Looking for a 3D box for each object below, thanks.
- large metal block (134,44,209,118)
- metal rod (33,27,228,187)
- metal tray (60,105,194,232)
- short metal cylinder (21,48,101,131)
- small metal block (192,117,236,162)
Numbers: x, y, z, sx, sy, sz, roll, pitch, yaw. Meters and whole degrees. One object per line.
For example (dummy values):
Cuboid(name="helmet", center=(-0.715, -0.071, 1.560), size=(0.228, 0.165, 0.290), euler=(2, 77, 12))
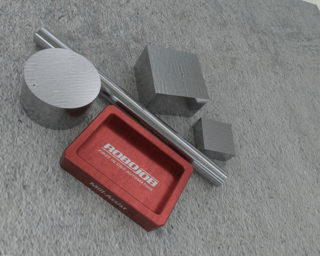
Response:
Cuboid(name="large metal block", center=(0.014, -0.064, 0.437), size=(0.081, 0.050, 0.080), euler=(4, 60, -27))
Cuboid(name="metal rod", center=(-0.036, -0.025, 0.402), size=(0.300, 0.025, 0.025), euler=(39, 51, -3))
Cuboid(name="metal tray", center=(-0.035, 0.044, 0.358), size=(0.130, 0.030, 0.090), euler=(38, 51, -3))
Cuboid(name="short metal cylinder", center=(-0.114, -0.044, 0.355), size=(0.081, 0.050, 0.080), euler=(14, 56, -21))
Cuboid(name="small metal block", center=(0.076, 0.017, 0.438), size=(0.050, 0.025, 0.050), euler=(12, 57, -22))
